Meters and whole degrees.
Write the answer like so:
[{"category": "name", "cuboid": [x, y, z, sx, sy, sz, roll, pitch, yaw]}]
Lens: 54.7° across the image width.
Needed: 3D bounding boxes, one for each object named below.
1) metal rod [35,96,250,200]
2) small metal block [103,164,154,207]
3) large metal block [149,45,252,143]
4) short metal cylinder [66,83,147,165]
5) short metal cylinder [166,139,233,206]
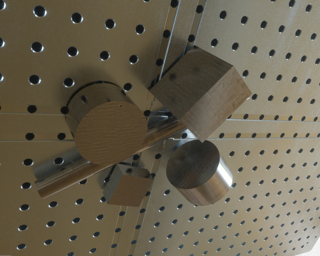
[{"category": "metal rod", "cuboid": [-0.013, 0.012, 0.407, 0.302, 0.025, 0.025, -26, 128, -13]}, {"category": "small metal block", "cuboid": [-0.044, 0.081, 0.433, 0.050, 0.025, 0.050, 16, 110, -35]}, {"category": "large metal block", "cuboid": [0.046, -0.043, 0.370, 0.080, 0.080, 0.050, -45, 129, 3]}, {"category": "short metal cylinder", "cuboid": [-0.061, -0.005, 0.354, 0.081, 0.050, 0.079, -14, 124, -21]}, {"category": "short metal cylinder", "cuboid": [0.056, 0.063, 0.441, 0.080, 0.080, 0.050, -40, 130, -1]}]
